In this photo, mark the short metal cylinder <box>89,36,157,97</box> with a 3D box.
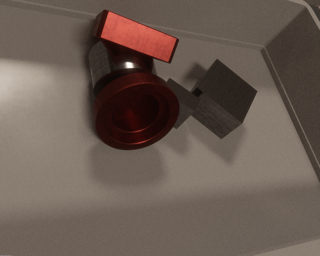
[{"bbox_3d":[-0.046,-0.071,0.390,0.081,0.080,0.050,1,61,-28],"label":"short metal cylinder"}]

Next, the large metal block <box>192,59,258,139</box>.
[{"bbox_3d":[0.089,-0.044,0.467,0.080,0.050,0.080,38,51,-3],"label":"large metal block"}]

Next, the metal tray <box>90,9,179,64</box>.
[{"bbox_3d":[-0.039,-0.118,0.402,0.091,0.030,0.130,16,11,-19],"label":"metal tray"}]

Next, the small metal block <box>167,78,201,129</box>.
[{"bbox_3d":[0.018,-0.032,0.421,0.050,0.050,0.025,34,51,-6],"label":"small metal block"}]

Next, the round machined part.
[{"bbox_3d":[-0.031,-0.023,0.363,0.099,0.097,0.042,2,39,-28],"label":"round machined part"}]
